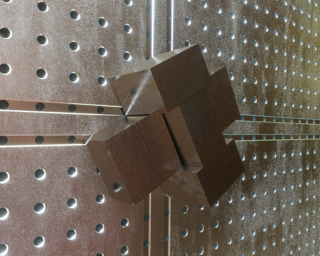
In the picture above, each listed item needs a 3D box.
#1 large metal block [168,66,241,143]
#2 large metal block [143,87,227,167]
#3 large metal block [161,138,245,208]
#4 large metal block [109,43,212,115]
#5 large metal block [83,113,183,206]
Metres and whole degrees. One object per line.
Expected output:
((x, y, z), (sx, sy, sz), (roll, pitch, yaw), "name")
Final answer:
((0.062, -0.034, 0.443), (0.080, 0.050, 0.080), (-36, 114, -34), "large metal block")
((0.027, -0.001, 0.395), (0.050, 0.080, 0.080), (-36, 112, -34), "large metal block")
((0.052, 0.055, 0.416), (0.080, 0.080, 0.050), (-36, 112, -35), "large metal block")
((0.001, -0.057, 0.372), (0.080, 0.080, 0.050), (-35, 111, -34), "large metal block")
((-0.030, 0.031, 0.368), (0.080, 0.050, 0.080), (-33, 110, -35), "large metal block")
